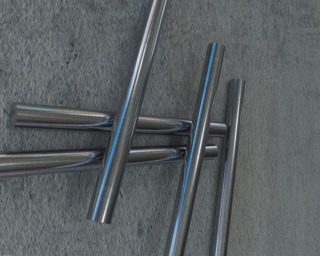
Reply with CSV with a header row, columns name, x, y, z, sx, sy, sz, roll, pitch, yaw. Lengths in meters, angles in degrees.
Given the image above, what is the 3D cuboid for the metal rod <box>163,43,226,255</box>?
name,x,y,z,sx,sy,sz,roll,pitch,yaw
metal rod,0.047,0.029,0.409,0.025,0.025,0.299,21,77,-38

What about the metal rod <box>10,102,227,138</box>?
name,x,y,z,sx,sy,sz,roll,pitch,yaw
metal rod,-0.021,-0.005,0.386,0.302,0.025,0.025,4,88,-40

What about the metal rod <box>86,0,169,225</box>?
name,x,y,z,sx,sy,sz,roll,pitch,yaw
metal rod,-0.029,-0.045,0.353,0.025,0.025,0.299,29,64,-36

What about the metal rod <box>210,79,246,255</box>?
name,x,y,z,sx,sy,sz,roll,pitch,yaw
metal rod,0.108,0.069,0.495,0.025,0.025,0.298,13,82,-39

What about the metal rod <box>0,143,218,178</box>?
name,x,y,z,sx,sy,sz,roll,pitch,yaw
metal rod,-0.037,0.035,0.373,0.302,0.025,0.025,1,90,-40
